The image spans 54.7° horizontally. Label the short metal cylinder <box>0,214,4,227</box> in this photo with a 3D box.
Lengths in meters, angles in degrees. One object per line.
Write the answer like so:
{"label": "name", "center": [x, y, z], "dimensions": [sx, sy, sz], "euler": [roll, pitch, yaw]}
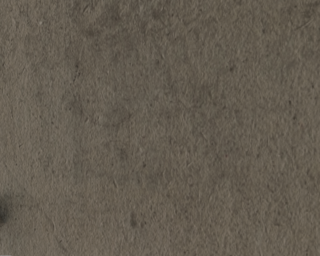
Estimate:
{"label": "short metal cylinder", "center": [-0.294, 0.146, 0.481], "dimensions": [0.080, 0.080, 0.050], "euler": [-32, 80, 17]}
